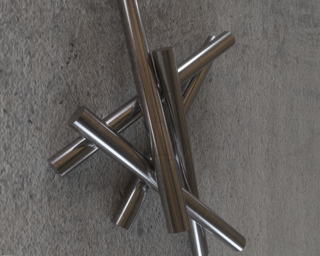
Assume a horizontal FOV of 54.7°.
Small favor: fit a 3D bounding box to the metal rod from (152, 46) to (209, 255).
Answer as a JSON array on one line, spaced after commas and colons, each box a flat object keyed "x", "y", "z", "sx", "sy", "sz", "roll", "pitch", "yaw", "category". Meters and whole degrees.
[{"x": 0.031, "y": 0.048, "z": 0.400, "sx": 0.025, "sy": 0.025, "sz": 0.298, "roll": -29, "pitch": 117, "yaw": -36, "category": "metal rod"}]

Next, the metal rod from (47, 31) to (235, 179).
[{"x": -0.004, "y": -0.044, "z": 0.383, "sx": 0.302, "sy": 0.025, "sz": 0.025, "roll": -40, "pitch": 115, "yaw": -27, "category": "metal rod"}]

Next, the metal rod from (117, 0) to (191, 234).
[{"x": -0.012, "y": -0.037, "z": 0.346, "sx": 0.025, "sy": 0.025, "sz": 0.299, "roll": -6, "pitch": 79, "yaw": -40, "category": "metal rod"}]

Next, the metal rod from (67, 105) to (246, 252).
[{"x": 0.016, "y": 0.076, "z": 0.372, "sx": 0.300, "sy": 0.025, "sz": 0.025, "roll": 43, "pitch": 64, "yaw": -29, "category": "metal rod"}]

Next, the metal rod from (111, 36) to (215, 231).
[{"x": 0.018, "y": -0.008, "z": 0.419, "sx": 0.025, "sy": 0.025, "sz": 0.300, "roll": 42, "pitch": 65, "yaw": -32, "category": "metal rod"}]
